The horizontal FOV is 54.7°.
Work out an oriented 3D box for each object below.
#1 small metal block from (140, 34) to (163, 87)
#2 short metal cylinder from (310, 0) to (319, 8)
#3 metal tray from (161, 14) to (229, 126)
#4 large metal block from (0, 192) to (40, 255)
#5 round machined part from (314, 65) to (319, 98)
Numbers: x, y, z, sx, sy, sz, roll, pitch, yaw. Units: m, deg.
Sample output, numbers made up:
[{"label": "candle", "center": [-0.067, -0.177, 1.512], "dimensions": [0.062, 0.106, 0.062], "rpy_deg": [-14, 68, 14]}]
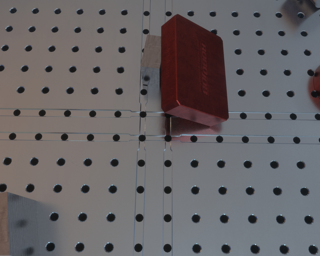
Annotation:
[{"label": "small metal block", "center": [-0.009, -0.093, 0.432], "dimensions": [0.025, 0.050, 0.050], "rpy_deg": [9, 70, 3]}, {"label": "short metal cylinder", "center": [0.259, -0.232, 0.471], "dimensions": [0.080, 0.080, 0.050], "rpy_deg": [-26, 72, -9]}, {"label": "metal tray", "center": [0.046, -0.075, 0.411], "dimensions": [0.091, 0.030, 0.130], "rpy_deg": [15, 65, -35]}, {"label": "large metal block", "center": [-0.172, 0.119, 0.337], "dimensions": [0.050, 0.080, 0.080], "rpy_deg": [-11, 71, -4]}, {"label": "round machined part", "center": [0.274, -0.068, 0.431], "dimensions": [0.099, 0.042, 0.098], "rpy_deg": [0, 70, -1]}]
